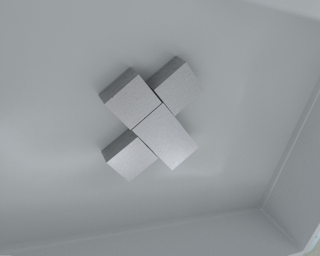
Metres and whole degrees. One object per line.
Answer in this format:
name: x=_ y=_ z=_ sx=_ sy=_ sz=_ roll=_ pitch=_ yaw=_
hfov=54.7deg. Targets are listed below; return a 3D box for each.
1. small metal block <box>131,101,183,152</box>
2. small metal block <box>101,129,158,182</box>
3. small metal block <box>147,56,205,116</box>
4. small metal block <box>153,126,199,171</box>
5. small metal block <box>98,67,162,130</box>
small metal block: x=-0.007 y=-0.006 z=0.397 sx=0.050 sy=0.025 sz=0.050 roll=-41 pitch=130 yaw=0
small metal block: x=-0.039 y=0.036 z=0.407 sx=0.050 sy=0.025 sz=0.050 roll=-40 pitch=130 yaw=0
small metal block: x=0.019 y=-0.052 z=0.384 sx=0.050 sy=0.025 sz=0.050 roll=-42 pitch=130 yaw=-1
small metal block: x=0.018 y=0.023 z=0.430 sx=0.050 sy=0.025 sz=0.050 roll=-41 pitch=130 yaw=0
small metal block: x=-0.035 y=-0.034 z=0.366 sx=0.050 sy=0.025 sz=0.050 roll=-41 pitch=130 yaw=0
